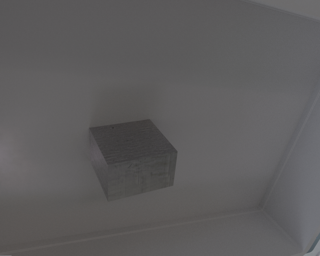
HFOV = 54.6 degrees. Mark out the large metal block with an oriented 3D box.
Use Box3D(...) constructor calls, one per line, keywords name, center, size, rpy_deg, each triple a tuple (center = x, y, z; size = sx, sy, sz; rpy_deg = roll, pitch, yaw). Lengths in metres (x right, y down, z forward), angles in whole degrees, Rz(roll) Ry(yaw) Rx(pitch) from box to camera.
Box3D(name="large metal block", center=(-0.035, 0.035, 0.375), size=(0.081, 0.080, 0.050), rpy_deg=(-9, 122, -24))
